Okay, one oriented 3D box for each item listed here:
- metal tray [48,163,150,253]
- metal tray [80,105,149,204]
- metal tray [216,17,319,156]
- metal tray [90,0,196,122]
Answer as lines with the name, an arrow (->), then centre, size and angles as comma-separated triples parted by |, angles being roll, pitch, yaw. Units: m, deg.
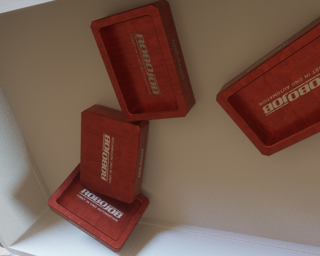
metal tray -> -0.094, 0.120, 0.487 | 0.130, 0.090, 0.030 | 30, 149, 8
metal tray -> -0.069, 0.039, 0.451 | 0.090, 0.030, 0.129 | 16, 117, 16
metal tray -> 0.135, -0.036, 0.311 | 0.090, 0.030, 0.129 | 49, 129, -7
metal tray -> -0.018, -0.074, 0.369 | 0.090, 0.030, 0.129 | -4, 117, 30
